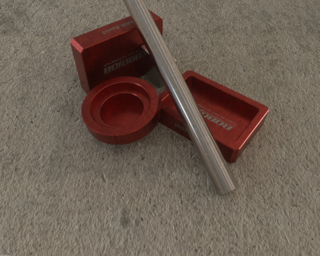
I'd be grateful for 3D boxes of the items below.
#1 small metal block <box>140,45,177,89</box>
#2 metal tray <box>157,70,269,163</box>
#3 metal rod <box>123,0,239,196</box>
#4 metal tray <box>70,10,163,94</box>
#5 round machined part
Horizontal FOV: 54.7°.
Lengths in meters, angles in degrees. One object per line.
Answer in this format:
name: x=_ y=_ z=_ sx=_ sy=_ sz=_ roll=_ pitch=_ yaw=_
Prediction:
small metal block: x=-0.005 y=-0.095 z=0.461 sx=0.025 sy=0.050 sz=0.050 roll=-37 pitch=74 yaw=-24
metal tray: x=0.066 y=-0.021 z=0.420 sx=0.130 sy=0.030 sz=0.090 roll=31 pitch=56 yaw=23
metal rod: x=0.017 y=-0.060 z=0.386 sx=0.025 sy=0.025 sz=0.299 roll=-21 pitch=75 yaw=-17
metal tray: x=-0.056 y=-0.107 z=0.451 sx=0.131 sy=0.089 sz=0.030 roll=-30 pitch=57 yaw=-23
round machined part: x=-0.048 y=-0.018 z=0.403 sx=0.099 sy=0.042 sz=0.098 roll=-3 pitch=53 yaw=5
